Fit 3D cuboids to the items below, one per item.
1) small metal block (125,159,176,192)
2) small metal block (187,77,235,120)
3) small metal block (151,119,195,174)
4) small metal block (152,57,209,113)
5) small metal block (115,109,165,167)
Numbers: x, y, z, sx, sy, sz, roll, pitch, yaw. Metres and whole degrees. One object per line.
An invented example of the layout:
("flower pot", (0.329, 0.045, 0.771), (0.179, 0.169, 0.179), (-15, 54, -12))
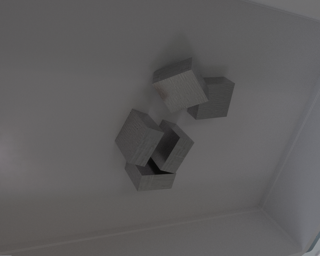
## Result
("small metal block", (-0.014, 0.059, 0.421), (0.050, 0.050, 0.025), (1, 118, -29))
("small metal block", (0.069, -0.041, 0.421), (0.050, 0.025, 0.050), (-7, 122, -25))
("small metal block", (0.012, 0.024, 0.414), (0.025, 0.050, 0.050), (19, 108, -36))
("small metal block", (0.026, -0.051, 0.375), (0.050, 0.025, 0.050), (-17, 131, 23))
("small metal block", (-0.027, 0.011, 0.385), (0.025, 0.050, 0.050), (19, 108, -36))
